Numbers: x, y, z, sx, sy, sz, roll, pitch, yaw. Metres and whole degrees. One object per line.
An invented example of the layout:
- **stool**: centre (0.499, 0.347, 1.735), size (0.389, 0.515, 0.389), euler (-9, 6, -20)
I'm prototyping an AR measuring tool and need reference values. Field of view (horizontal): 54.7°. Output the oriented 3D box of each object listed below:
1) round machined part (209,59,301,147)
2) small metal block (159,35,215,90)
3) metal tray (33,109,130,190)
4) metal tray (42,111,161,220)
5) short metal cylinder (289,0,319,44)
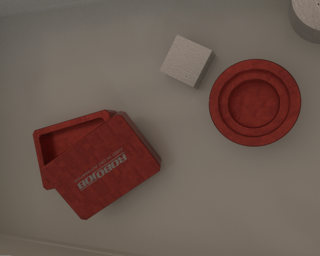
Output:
- **round machined part**: centre (0.110, -0.028, 0.363), size (0.098, 0.042, 0.097), euler (0, 90, 19)
- **small metal block**: centre (0.036, -0.084, 0.397), size (0.050, 0.025, 0.050), euler (30, 99, 17)
- **metal tray**: centre (-0.114, 0.033, 0.446), size (0.130, 0.030, 0.090), euler (-15, 85, 19)
- **metal tray**: centre (-0.075, 0.050, 0.409), size (0.130, 0.030, 0.090), euler (-35, 99, 8)
- **short metal cylinder**: centre (0.183, -0.136, 0.333), size (0.080, 0.050, 0.079), euler (0, 90, 19)
